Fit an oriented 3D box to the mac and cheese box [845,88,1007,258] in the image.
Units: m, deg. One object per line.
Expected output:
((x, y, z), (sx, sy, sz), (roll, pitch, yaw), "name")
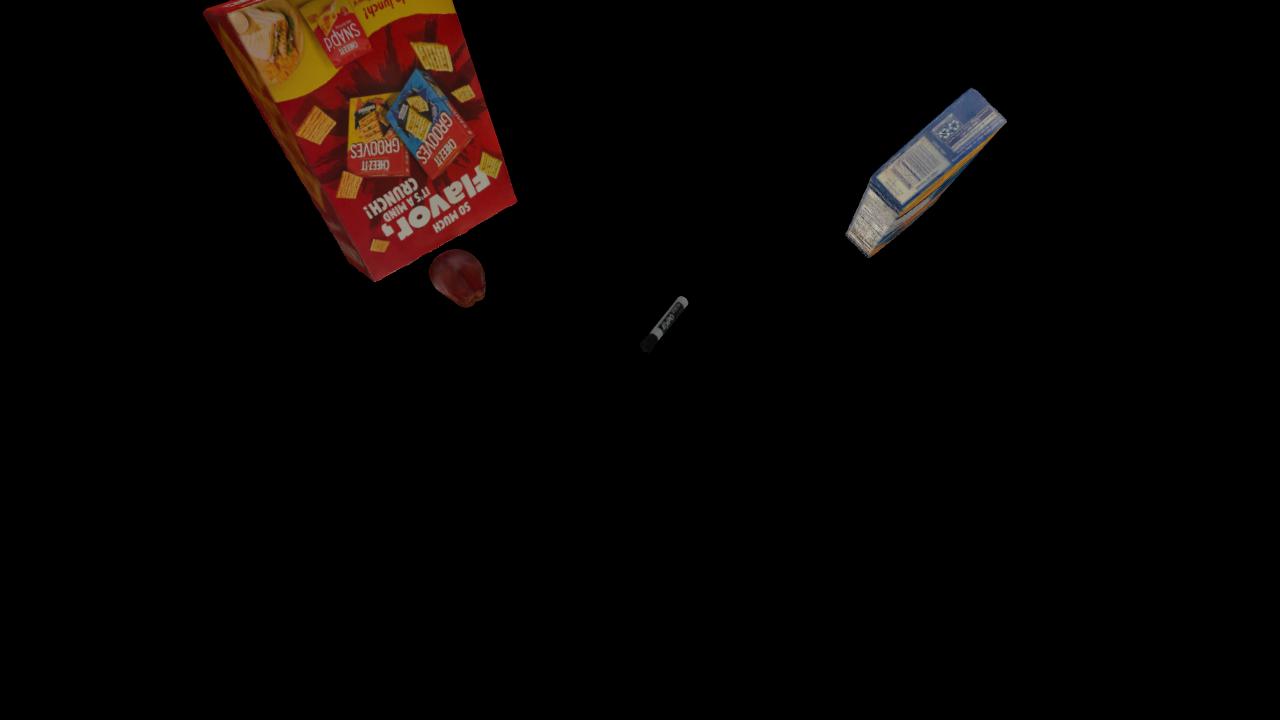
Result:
((0.228, -0.145, 0.518), (0.093, 0.041, 0.184), (-43, -10, 9), "mac and cheese box")

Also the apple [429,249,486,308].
((-0.283, -0.130, 0.964), (0.079, 0.093, 0.079), (-37, -17, -13), "apple")

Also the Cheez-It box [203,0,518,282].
((-0.216, -0.204, 0.528), (0.166, 0.223, 0.071), (-38, 47, -25), "Cheez-It box")

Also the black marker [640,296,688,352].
((0.035, -0.053, 0.903), (0.020, 0.020, 0.121), (0, 39, 41), "black marker")
